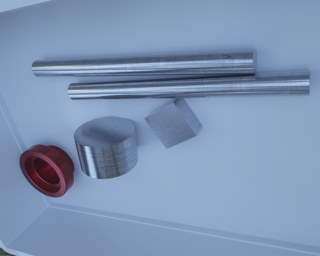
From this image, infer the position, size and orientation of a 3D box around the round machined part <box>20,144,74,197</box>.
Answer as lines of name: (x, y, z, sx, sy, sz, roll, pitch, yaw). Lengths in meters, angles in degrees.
round machined part: (-0.190, 0.069, 0.538, 0.098, 0.042, 0.097, 13, 124, 20)

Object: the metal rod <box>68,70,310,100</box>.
metal rod: (0.013, -0.048, 0.371, 0.301, 0.025, 0.025, 2, 119, 27)

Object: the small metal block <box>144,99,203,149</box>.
small metal block: (0.017, -0.007, 0.394, 0.050, 0.025, 0.050, -27, 104, 37)

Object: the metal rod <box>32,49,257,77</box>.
metal rod: (-0.039, -0.077, 0.380, 0.301, 0.025, 0.025, 4, 120, 26)

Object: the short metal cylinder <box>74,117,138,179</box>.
short metal cylinder: (-0.072, 0.025, 0.425, 0.080, 0.080, 0.050, 10, 123, 22)
